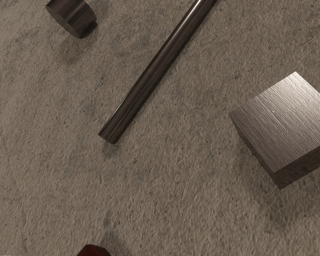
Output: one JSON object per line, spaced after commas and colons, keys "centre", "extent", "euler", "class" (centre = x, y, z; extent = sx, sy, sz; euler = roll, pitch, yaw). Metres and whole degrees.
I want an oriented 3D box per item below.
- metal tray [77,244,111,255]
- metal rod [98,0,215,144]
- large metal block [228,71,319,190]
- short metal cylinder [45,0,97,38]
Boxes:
{"centre": [-0.085, 0.202, 0.320], "extent": [0.090, 0.030, 0.130], "euler": [34, 80, 38], "class": "metal tray"}
{"centre": [0.006, -0.105, 0.463], "extent": [0.025, 0.025, 0.300], "euler": [25, 75, 36], "class": "metal rod"}
{"centre": [0.131, 0.003, 0.317], "extent": [0.080, 0.050, 0.080], "euler": [-33, 52, 6], "class": "large metal block"}
{"centre": [-0.168, -0.218, 0.588], "extent": [0.080, 0.080, 0.050], "euler": [34, 81, 38], "class": "short metal cylinder"}
